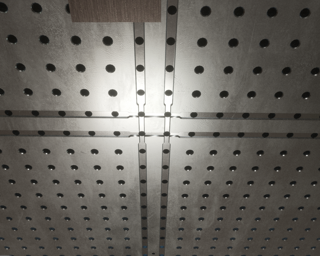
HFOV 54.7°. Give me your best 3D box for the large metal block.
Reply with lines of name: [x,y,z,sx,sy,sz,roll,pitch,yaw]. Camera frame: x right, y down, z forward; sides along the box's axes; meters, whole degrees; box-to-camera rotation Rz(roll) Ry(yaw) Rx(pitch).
large metal block: [-0.039,-0.142,0.274,0.081,0.050,0.079,0,130,-1]
